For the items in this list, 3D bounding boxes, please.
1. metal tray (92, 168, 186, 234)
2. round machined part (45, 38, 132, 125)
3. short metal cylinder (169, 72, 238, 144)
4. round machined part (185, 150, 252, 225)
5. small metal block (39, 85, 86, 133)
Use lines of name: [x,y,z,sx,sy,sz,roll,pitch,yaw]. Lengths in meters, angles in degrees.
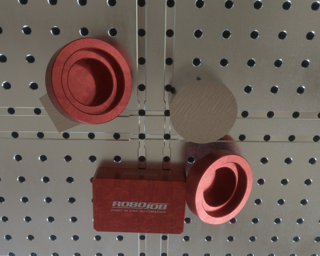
metal tray: [-0.029,0.106,0.450,0.131,0.030,0.089,3,110,-2]
round machined part: [-0.086,-0.053,0.366,0.099,0.042,0.097,-1,92,-37]
short metal cylinder: [0.052,-0.027,0.391,0.081,0.050,0.079,0,110,-1]
round machined part: [0.074,0.076,0.419,0.099,0.042,0.097,-9,107,-29]
small metal block: [-0.117,-0.029,0.401,0.050,0.025,0.050,-22,109,7]
